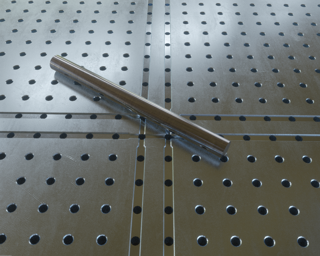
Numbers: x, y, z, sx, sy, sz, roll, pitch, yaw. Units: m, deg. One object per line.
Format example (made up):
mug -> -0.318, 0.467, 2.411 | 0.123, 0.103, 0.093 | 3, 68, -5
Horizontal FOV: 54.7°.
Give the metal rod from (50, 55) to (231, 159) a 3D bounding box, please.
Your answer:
metal rod -> -0.042, -0.038, 0.439 | 0.300, 0.025, 0.025 | 28, 55, 21
